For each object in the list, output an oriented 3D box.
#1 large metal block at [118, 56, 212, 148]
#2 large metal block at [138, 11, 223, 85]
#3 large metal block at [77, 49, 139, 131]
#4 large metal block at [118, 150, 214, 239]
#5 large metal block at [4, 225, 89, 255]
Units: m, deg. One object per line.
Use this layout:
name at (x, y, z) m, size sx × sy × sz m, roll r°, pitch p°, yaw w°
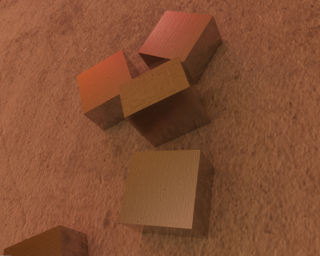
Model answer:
large metal block at (0.007, -0.028, 0.381) m, size 0.080 × 0.080 × 0.050 m, roll -25°, pitch 53°, yaw 13°
large metal block at (0.030, -0.116, 0.442) m, size 0.080 × 0.050 × 0.080 m, roll 21°, pitch 73°, yaw 35°
large metal block at (-0.070, -0.055, 0.457) m, size 0.080 × 0.050 × 0.080 m, roll -28°, pitch 52°, yaw 10°
large metal block at (0.010, 0.071, 0.338) m, size 0.080 × 0.050 × 0.080 m, roll -4°, pitch 60°, yaw 26°
large metal block at (-0.128, 0.168, 0.350) m, size 0.080 × 0.050 × 0.080 m, roll -25°, pitch 53°, yaw 12°
